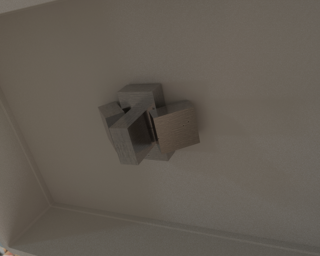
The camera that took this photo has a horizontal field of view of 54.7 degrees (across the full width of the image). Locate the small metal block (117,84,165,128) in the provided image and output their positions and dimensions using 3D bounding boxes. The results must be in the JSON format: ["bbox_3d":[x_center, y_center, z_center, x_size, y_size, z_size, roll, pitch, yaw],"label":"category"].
[{"bbox_3d":[-0.022,-0.028,0.399,0.050,0.025,0.050,2,120,26],"label":"small metal block"}]

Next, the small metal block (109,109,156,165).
[{"bbox_3d":[-0.032,0.010,0.380,0.025,0.050,0.050,0,119,27],"label":"small metal block"}]

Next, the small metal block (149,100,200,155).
[{"bbox_3d":[0.018,-0.001,0.381,0.050,0.025,0.050,-17,117,-8],"label":"small metal block"}]

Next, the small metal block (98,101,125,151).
[{"bbox_3d":[-0.060,-0.003,0.419,0.050,0.025,0.050,-137,29,-60],"label":"small metal block"}]

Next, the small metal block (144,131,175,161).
[{"bbox_3d":[-0.011,0.016,0.421,0.050,0.025,0.050,3,120,27],"label":"small metal block"}]
